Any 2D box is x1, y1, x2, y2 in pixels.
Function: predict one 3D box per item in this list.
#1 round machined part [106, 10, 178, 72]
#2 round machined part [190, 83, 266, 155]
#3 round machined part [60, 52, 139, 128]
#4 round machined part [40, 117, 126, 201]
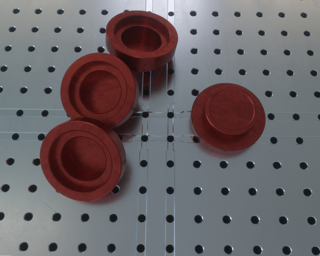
[{"bbox_3d":[-0.027,-0.118,0.437,0.099,0.042,0.098,5,55,-7],"label":"round machined part"},{"bbox_3d":[0.091,-0.017,0.409,0.099,0.042,0.098,0,70,0],"label":"round machined part"},{"bbox_3d":[-0.076,-0.046,0.409,0.098,0.042,0.097,0,88,8],"label":"round machined part"},{"bbox_3d":[-0.088,0.035,0.374,0.098,0.042,0.097,2,104,8],"label":"round machined part"}]
